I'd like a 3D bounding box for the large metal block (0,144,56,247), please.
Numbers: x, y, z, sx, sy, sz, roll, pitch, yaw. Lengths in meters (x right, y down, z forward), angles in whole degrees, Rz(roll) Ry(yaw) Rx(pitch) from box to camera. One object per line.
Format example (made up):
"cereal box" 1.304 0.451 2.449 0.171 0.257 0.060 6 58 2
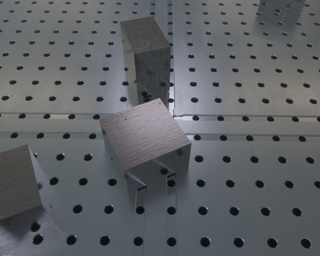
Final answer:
"large metal block" -0.166 0.074 0.329 0.081 0.050 0.080 -19 53 -16

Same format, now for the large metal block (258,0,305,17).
"large metal block" 0.254 -0.274 0.623 0.080 0.050 0.080 21 53 17

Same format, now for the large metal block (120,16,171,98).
"large metal block" -0.022 -0.105 0.461 0.050 0.080 0.080 -14 52 -11

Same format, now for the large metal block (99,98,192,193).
"large metal block" -0.019 0.019 0.376 0.081 0.050 0.080 -21 53 -17
